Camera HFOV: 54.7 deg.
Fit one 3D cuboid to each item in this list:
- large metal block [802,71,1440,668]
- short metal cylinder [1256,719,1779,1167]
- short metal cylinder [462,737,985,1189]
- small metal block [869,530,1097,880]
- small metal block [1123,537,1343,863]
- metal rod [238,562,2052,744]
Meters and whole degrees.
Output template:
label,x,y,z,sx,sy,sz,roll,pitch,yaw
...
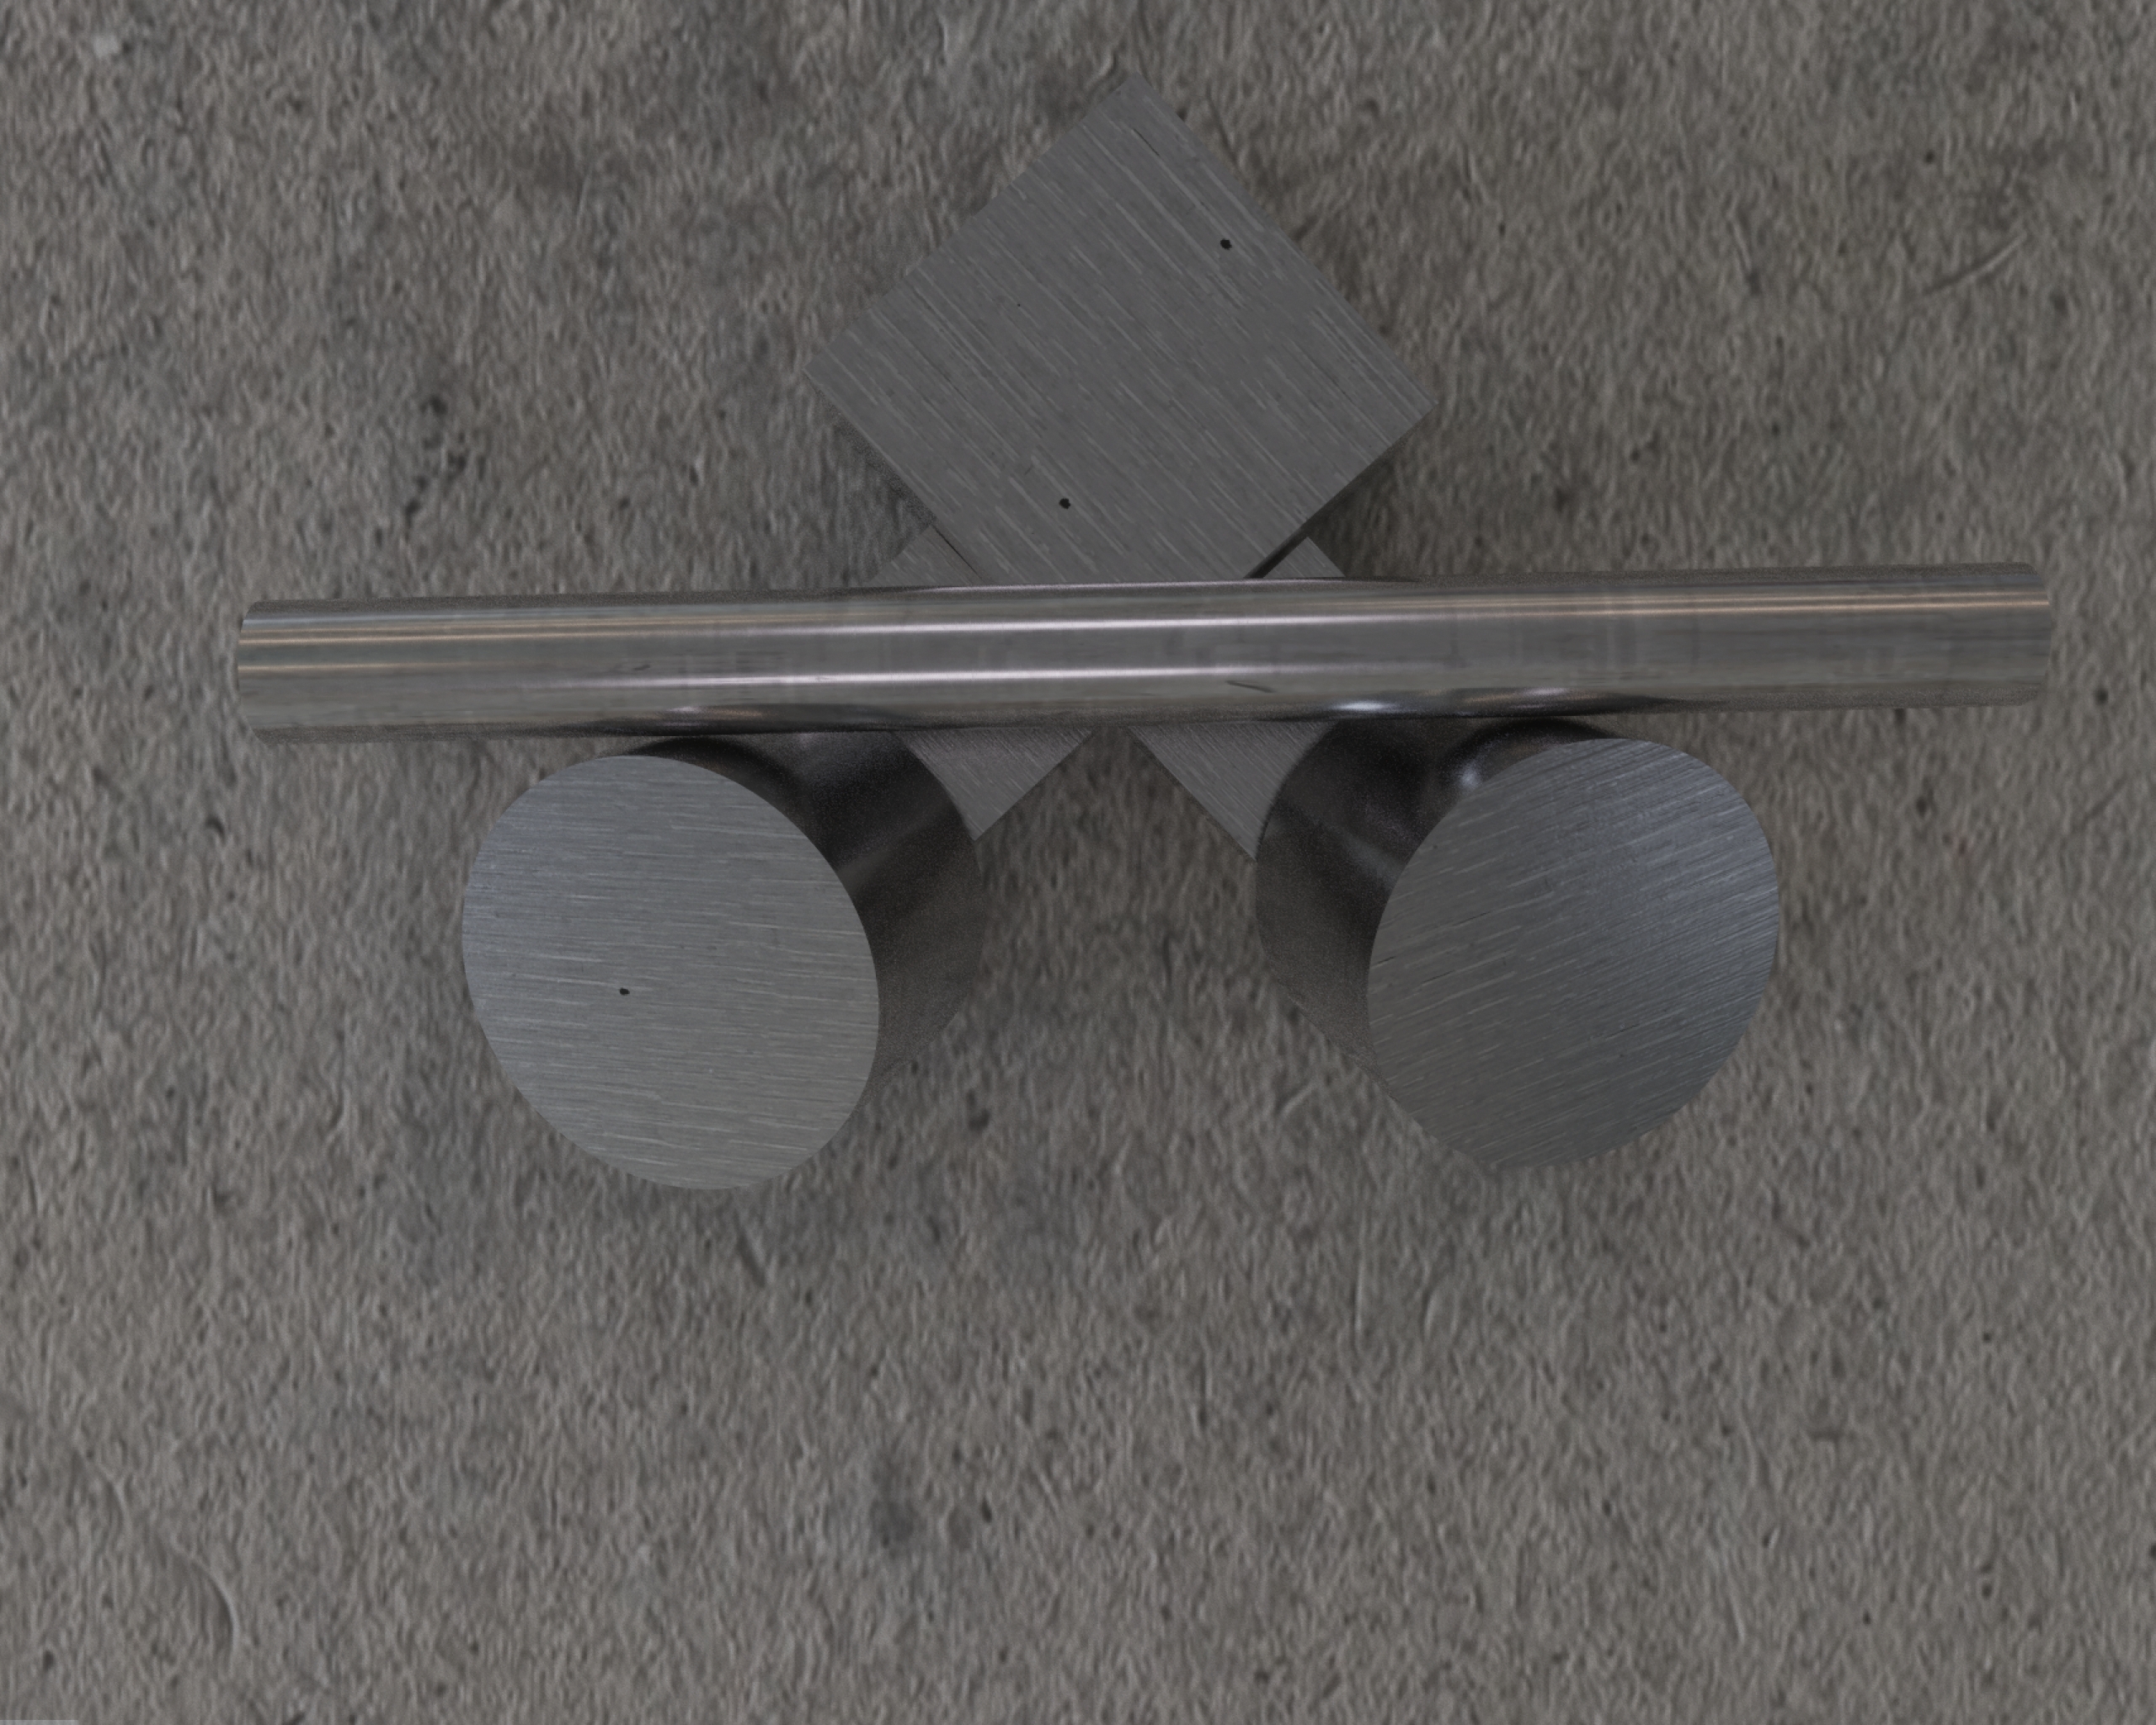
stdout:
label,x,y,z,sx,sy,sz,roll,pitch,yaw
large metal block,0.008,-0.085,0.397,0.080,0.050,0.080,-42,90,0
short metal cylinder,0.080,0.009,0.385,0.081,0.050,0.079,-6,110,-17
short metal cylinder,-0.064,0.013,0.384,0.080,0.050,0.079,5,108,17
small metal block,-0.029,-0.029,0.411,0.050,0.025,0.050,-43,90,-1
small metal block,0.043,-0.027,0.411,0.050,0.025,0.050,-43,90,0
metal rod,0.012,-0.036,0.359,0.302,0.025,0.025,-1,90,0
